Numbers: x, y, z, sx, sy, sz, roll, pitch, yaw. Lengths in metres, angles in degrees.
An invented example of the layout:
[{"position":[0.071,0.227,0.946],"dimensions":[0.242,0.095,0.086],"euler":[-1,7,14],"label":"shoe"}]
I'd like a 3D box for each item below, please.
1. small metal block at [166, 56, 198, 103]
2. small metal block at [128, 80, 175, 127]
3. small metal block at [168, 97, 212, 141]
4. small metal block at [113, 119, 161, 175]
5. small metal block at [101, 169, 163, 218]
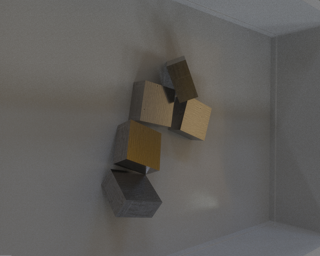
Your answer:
[{"position":[0.029,-0.066,0.413],"dimensions":[0.050,0.025,0.050],"euler":[-84,154,-71],"label":"small metal block"},{"position":[-0.010,-0.030,0.398],"dimensions":[0.050,0.025,0.050],"euler":[12,83,-39],"label":"small metal block"},{"position":[0.043,-0.013,0.443],"dimensions":[0.050,0.025,0.050],"euler":[24,75,-38],"label":"small metal block"},{"position":[-0.026,0.024,0.375],"dimensions":[0.050,0.025,0.050],"euler":[26,55,-37],"label":"small metal block"},{"position":[-0.033,0.076,0.359],"dimensions":[0.050,0.050,0.025],"euler":[15,115,-39],"label":"small metal block"}]
